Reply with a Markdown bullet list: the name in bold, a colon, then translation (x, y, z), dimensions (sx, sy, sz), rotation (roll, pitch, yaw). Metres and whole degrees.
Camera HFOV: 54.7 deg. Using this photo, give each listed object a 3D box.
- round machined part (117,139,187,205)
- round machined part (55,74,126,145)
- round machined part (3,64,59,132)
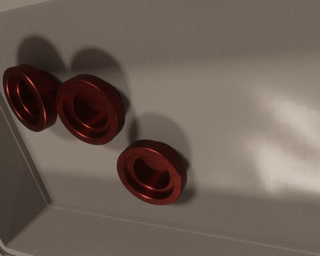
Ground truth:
- **round machined part**: translation (-0.008, 0.057, 0.436), dimensions (0.098, 0.042, 0.097), rotation (13, 124, 20)
- **round machined part**: translation (-0.090, -0.028, 0.426), dimensions (0.098, 0.042, 0.097), rotation (13, 124, 20)
- **round machined part**: translation (-0.181, -0.047, 0.453), dimensions (0.098, 0.042, 0.097), rotation (20, 126, 31)
